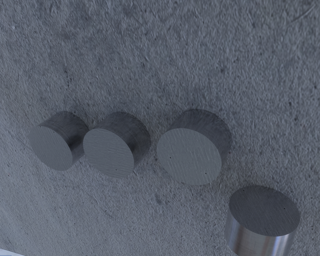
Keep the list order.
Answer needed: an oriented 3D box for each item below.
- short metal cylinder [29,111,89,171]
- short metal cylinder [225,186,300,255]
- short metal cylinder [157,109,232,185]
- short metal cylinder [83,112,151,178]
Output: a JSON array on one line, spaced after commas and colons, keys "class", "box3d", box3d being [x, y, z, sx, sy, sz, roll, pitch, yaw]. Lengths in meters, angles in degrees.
[{"class": "short metal cylinder", "box3d": [-0.154, 0.020, 0.484, 0.080, 0.050, 0.079, 13, 124, 21]}, {"class": "short metal cylinder", "box3d": [0.123, 0.116, 0.379, 0.080, 0.080, 0.050, 14, 124, 21]}, {"class": "short metal cylinder", "box3d": [0.043, 0.023, 0.382, 0.080, 0.050, 0.079, 13, 124, 21]}, {"class": "short metal cylinder", "box3d": [-0.060, 0.024, 0.437, 0.080, 0.050, 0.079, 13, 124, 21]}]
